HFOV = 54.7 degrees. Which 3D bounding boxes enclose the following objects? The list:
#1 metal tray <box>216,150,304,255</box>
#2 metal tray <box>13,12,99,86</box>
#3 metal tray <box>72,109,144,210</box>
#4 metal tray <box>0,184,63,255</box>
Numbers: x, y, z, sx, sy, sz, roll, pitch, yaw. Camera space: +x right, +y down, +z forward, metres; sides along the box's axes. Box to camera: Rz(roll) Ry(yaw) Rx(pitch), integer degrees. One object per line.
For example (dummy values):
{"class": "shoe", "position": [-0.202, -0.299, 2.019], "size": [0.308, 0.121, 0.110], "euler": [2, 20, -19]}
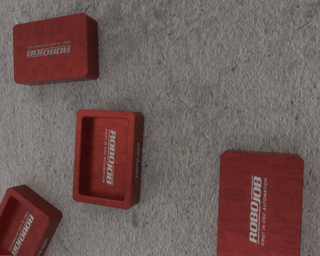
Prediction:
{"class": "metal tray", "position": [0.117, 0.093, 0.365], "size": [0.090, 0.030, 0.129], "euler": [2, 91, 20]}
{"class": "metal tray", "position": [-0.157, -0.114, 0.462], "size": [0.130, 0.030, 0.089], "euler": [-2, 89, 19]}
{"class": "metal tray", "position": [-0.072, 0.040, 0.431], "size": [0.090, 0.030, 0.129], "euler": [4, 91, 19]}
{"class": "metal tray", "position": [-0.219, 0.166, 0.483], "size": [0.090, 0.030, 0.129], "euler": [30, 100, 17]}
